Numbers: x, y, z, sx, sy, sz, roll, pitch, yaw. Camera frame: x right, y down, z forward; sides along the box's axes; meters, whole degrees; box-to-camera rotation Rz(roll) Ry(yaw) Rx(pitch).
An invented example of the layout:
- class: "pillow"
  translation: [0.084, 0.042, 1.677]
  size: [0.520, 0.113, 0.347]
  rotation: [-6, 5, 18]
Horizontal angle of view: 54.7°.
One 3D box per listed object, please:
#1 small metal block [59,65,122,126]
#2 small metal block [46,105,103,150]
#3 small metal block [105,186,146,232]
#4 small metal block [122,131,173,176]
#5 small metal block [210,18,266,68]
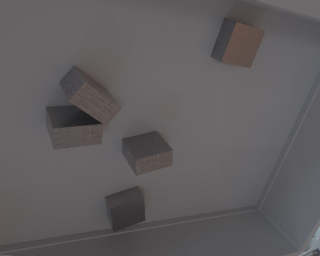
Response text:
- class: "small metal block"
  translation: [-0.075, -0.035, 0.331]
  size: [0.025, 0.050, 0.050]
  rotation: [-48, 129, 5]
- class: "small metal block"
  translation: [-0.095, -0.003, 0.340]
  size: [0.050, 0.050, 0.025]
  rotation: [-6, 121, -26]
- class: "small metal block"
  translation: [-0.051, 0.119, 0.456]
  size: [0.050, 0.025, 0.050]
  rotation: [-15, 125, -21]
- class: "small metal block"
  translation: [-0.017, 0.031, 0.404]
  size: [0.050, 0.050, 0.025]
  rotation: [-13, 124, -22]
- class: "small metal block"
  translation: [0.100, -0.108, 0.398]
  size: [0.050, 0.025, 0.050]
  rotation: [4, 117, -31]
